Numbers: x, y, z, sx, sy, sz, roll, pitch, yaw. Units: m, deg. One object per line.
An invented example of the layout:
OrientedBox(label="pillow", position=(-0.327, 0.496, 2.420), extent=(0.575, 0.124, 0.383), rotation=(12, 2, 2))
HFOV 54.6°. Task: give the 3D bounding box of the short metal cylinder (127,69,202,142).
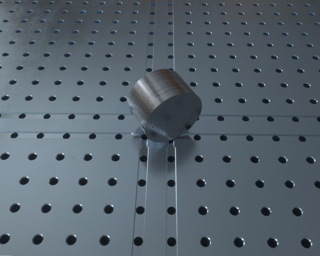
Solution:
OrientedBox(label="short metal cylinder", position=(0.006, -0.028, 0.394), extent=(0.081, 0.080, 0.050), rotation=(-22, 53, -18))
